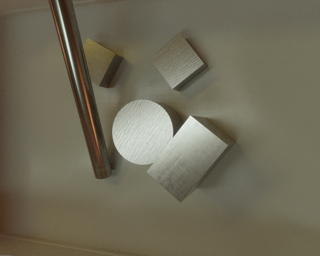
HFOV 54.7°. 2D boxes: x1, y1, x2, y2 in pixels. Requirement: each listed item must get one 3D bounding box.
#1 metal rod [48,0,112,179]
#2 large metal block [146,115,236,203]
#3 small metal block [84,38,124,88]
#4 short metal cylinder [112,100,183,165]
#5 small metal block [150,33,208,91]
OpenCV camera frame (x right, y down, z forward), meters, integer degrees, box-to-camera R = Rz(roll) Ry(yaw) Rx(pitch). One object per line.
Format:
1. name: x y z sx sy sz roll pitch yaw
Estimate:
1. metal rod: -0.100 -0.068 0.377 0.025 0.025 0.298 1 117 20
2. large metal block: 0.041 0.033 0.366 0.050 0.080 0.080 40 103 15
3. small metal block: -0.088 -0.092 0.440 0.050 0.025 0.050 32 100 16
4. short metal cylinder: -0.014 0.005 0.401 0.080 0.050 0.079 0 90 19
5. small metal block: 0.025 -0.084 0.401 0.050 0.025 0.050 -38 78 15
